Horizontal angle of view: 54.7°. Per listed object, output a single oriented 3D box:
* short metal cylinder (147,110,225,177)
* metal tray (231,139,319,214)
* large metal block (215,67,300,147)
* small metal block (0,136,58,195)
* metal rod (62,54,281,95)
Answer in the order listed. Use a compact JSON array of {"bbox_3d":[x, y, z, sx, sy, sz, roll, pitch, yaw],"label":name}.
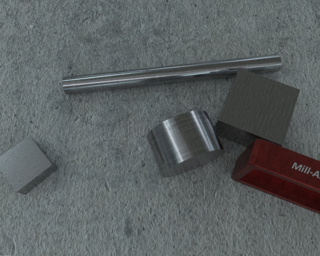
[{"bbox_3d":[0.030,0.020,0.372,0.081,0.080,0.050,-20,72,-7],"label":"short metal cylinder"},{"bbox_3d":[0.156,0.061,0.353,0.131,0.090,0.030,21,72,7],"label":"metal tray"},{"bbox_3d":[0.123,-0.020,0.404,0.080,0.050,0.080,22,71,7],"label":"large metal block"},{"bbox_3d":[-0.167,0.047,0.389,0.050,0.025,0.050,-40,75,-14],"label":"small metal block"},{"bbox_3d":[0.019,-0.076,0.436,0.302,0.025,0.025,-7,70,-3],"label":"metal rod"}]
